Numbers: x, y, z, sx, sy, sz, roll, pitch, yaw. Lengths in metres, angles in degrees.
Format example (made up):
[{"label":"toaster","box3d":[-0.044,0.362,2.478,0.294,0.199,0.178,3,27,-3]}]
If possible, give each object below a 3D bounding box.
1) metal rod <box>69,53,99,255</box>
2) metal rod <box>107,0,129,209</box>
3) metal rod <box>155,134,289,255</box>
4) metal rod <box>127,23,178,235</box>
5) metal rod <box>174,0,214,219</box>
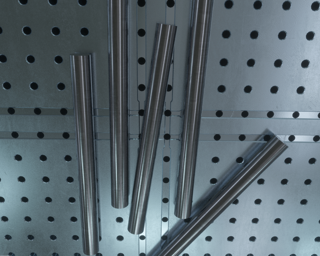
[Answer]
[{"label":"metal rod","box3d":[-0.102,0.050,0.430,0.025,0.025,0.298,1,110,-1]},{"label":"metal rod","box3d":[-0.053,-0.029,0.402,0.025,0.025,0.298,2,110,-1]},{"label":"metal rod","box3d":[0.073,0.128,0.461,0.025,0.025,0.299,36,106,-13]},{"label":"metal rod","box3d":[-0.014,0.015,0.418,0.025,0.025,0.298,8,110,-4]},{"label":"metal rod","box3d":[0.042,-0.012,0.409,0.025,0.025,0.298,3,110,-2]}]
